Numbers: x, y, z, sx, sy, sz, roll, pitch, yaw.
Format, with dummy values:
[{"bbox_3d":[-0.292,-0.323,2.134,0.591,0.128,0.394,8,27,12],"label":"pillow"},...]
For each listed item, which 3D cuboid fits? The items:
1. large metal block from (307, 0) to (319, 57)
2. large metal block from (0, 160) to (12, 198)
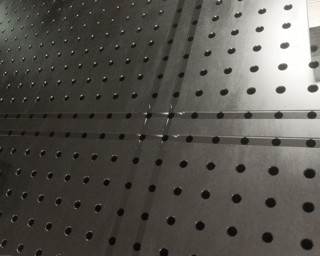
[{"bbox_3d":[0.217,-0.137,0.362,0.080,0.050,0.080,-4,60,25],"label":"large metal block"},{"bbox_3d":[-0.296,0.089,0.490,0.080,0.050,0.080,-8,58,24],"label":"large metal block"}]
